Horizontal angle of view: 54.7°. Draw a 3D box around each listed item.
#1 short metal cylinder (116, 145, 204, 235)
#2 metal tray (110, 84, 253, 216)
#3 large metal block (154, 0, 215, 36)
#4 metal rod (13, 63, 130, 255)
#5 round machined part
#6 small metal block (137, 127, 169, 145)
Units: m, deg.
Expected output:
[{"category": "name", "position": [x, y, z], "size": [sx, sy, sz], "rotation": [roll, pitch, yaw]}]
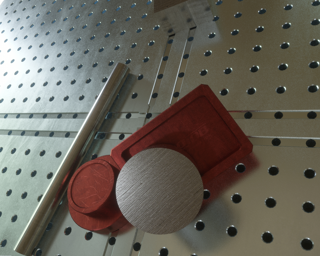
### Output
[{"category": "short metal cylinder", "position": [0.001, 0.057, 0.308], "size": [0.080, 0.050, 0.079], "rotation": [0, 91, 4]}, {"category": "metal tray", "position": [0.023, 0.024, 0.346], "size": [0.130, 0.030, 0.090], "rotation": [-36, 88, 3]}, {"category": "large metal block", "position": [0.038, -0.205, 0.497], "size": [0.080, 0.050, 0.080], "rotation": [-13, 56, 20]}, {"category": "metal rod", "position": [-0.118, 0.032, 0.448], "size": [0.025, 0.025, 0.300], "rotation": [12, 68, 33]}, {"category": "round machined part", "position": [-0.075, 0.078, 0.387], "size": [0.098, 0.042, 0.098], "rotation": [-13, 56, 20]}, {"category": "small metal block", "position": [-0.007, 0.026, 0.395], "size": [0.050, 0.025, 0.050], "rotation": [-2, 60, 26]}]
